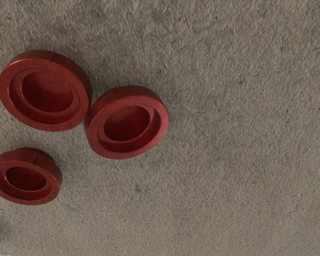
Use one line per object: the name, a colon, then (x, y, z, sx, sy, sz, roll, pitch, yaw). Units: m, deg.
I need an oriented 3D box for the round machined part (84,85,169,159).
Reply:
round machined part: (-0.042, -0.011, 0.372, 0.099, 0.042, 0.097, -16, 136, -15)

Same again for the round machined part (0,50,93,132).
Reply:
round machined part: (-0.127, -0.046, 0.356, 0.099, 0.042, 0.097, 0, 130, 0)

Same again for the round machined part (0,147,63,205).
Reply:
round machined part: (-0.191, 0.066, 0.450, 0.099, 0.042, 0.097, 0, 130, 0)
